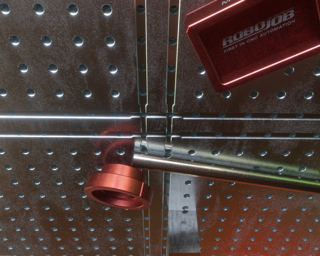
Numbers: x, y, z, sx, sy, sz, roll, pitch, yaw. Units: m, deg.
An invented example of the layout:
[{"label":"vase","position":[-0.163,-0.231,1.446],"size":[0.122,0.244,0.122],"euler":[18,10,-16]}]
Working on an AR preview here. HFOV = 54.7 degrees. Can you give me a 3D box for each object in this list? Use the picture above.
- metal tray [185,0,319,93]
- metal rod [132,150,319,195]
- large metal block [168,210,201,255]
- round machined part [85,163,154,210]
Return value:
[{"label":"metal tray","position":[0.103,-0.100,0.323],"size":[0.130,0.030,0.090],"euler":[-22,127,17]},{"label":"metal rod","position":[0.108,0.070,0.471],"size":[0.302,0.025,0.025],"euler":[10,130,-9]},{"label":"large metal block","position":[0.039,0.203,0.549],"size":[0.050,0.080,0.079],"euler":[1,130,-1]},{"label":"round machined part","position":[-0.058,0.085,0.458],"size":[0.099,0.042,0.098],"euler":[9,151,5]}]
